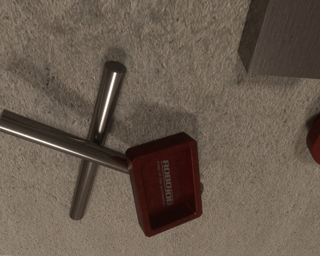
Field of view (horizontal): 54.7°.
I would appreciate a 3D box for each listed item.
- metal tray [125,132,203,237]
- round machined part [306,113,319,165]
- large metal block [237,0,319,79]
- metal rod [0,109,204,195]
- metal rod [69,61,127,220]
[{"bbox_3d":[0.009,0.078,0.427,0.091,0.030,0.129,-16,116,-18],"label":"metal tray"},{"bbox_3d":[0.242,0.006,0.405,0.099,0.042,0.097,-1,130,0],"label":"round machined part"},{"bbox_3d":[0.131,-0.098,0.309,0.081,0.050,0.079,3,130,-4],"label":"large metal block"},{"bbox_3d":[-0.058,0.044,0.415,0.302,0.025,0.025,24,126,-31],"label":"metal rod"},{"bbox_3d":[-0.096,0.039,0.439,0.025,0.025,0.298,14,129,-12],"label":"metal rod"}]
